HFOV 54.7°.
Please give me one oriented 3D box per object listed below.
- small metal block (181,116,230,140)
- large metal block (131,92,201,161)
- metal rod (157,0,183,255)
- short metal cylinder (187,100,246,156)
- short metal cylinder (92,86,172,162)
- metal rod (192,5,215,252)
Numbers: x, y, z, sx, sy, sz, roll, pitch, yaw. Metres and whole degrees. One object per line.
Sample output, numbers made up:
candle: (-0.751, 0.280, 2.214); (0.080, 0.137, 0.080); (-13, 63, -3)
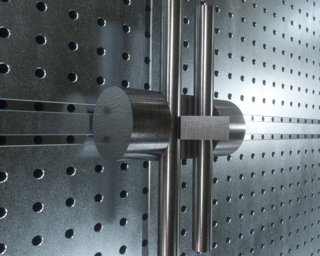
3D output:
small metal block: (0.049, 0.000, 0.348); (0.050, 0.050, 0.025); (1, 90, 4)
large metal block: (0.008, -0.002, 0.395); (0.081, 0.050, 0.079); (1, 90, -40)
metal rod: (0.011, 0.002, 0.350); (0.025, 0.025, 0.298); (1, 89, -40)
short metal cylinder: (0.069, 0.000, 0.426); (0.050, 0.080, 0.079); (1, 90, -39)
short metal cylinder: (-0.033, -0.004, 0.342); (0.050, 0.080, 0.079); (2, 89, -40)
metal rod: (0.054, 0.000, 0.385); (0.025, 0.025, 0.298); (1, 89, -40)
